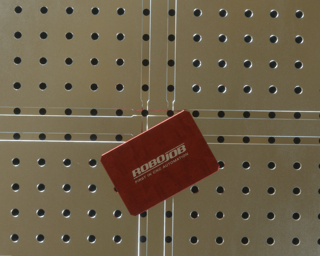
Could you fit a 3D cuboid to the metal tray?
[{"bbox_3d":[0.000,0.045,0.411,0.130,0.030,0.090,-29,90,0],"label":"metal tray"}]
